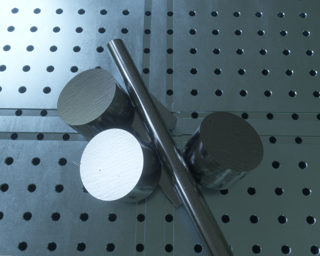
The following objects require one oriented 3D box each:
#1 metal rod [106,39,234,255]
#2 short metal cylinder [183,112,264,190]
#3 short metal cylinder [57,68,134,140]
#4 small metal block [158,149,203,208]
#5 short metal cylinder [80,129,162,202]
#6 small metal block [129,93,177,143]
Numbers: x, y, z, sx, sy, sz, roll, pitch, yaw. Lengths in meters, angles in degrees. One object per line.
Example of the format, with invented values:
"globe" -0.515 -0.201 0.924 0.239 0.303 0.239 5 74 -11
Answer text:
"metal rod" 0.003 0.014 0.376 0.025 0.025 0.299 -24 72 -9
"short metal cylinder" 0.074 0.027 0.372 0.081 0.050 0.080 11 53 -15
"short metal cylinder" -0.080 -0.028 0.389 0.080 0.050 0.080 -10 60 18
"small metal block" 0.024 0.063 0.385 0.050 0.025 0.050 -38 75 -13
"short metal cylinder" -0.045 0.045 0.363 0.080 0.050 0.080 -6 73 21
"small metal block" -0.013 -0.009 0.411 0.050 0.025 0.050 -41 75 -14
